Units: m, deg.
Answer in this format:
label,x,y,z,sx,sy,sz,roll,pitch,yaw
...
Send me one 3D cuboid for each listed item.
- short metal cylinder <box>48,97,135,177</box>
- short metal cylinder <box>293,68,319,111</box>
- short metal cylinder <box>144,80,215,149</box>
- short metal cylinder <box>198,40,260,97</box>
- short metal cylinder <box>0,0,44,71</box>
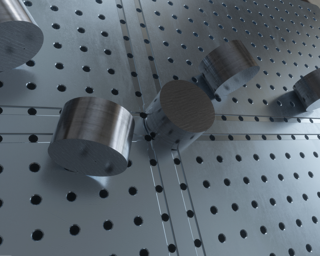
label,x,y,z,sx,sy,sz,roll,pitch,yaw
short metal cylinder,-0.070,0.011,0.328,0.081,0.080,0.050,19,55,-17
short metal cylinder,0.299,-0.074,0.578,0.081,0.080,0.050,-9,67,-32
short metal cylinder,0.026,-0.018,0.417,0.081,0.050,0.080,13,56,-21
short metal cylinder,0.108,-0.092,0.487,0.081,0.080,0.050,-18,71,-35
short metal cylinder,-0.179,-0.107,0.342,0.081,0.080,0.050,-26,76,-37
